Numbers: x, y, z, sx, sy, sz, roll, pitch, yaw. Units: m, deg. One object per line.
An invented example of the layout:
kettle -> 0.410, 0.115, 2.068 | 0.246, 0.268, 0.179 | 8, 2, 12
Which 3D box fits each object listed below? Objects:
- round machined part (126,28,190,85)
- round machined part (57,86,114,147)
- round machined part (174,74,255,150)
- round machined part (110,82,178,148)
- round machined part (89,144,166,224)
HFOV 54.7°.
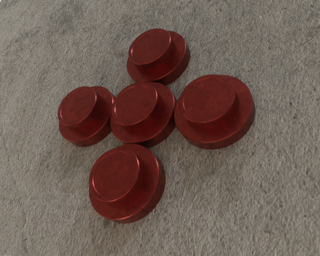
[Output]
round machined part -> -0.008, -0.110, 0.465 | 0.098, 0.042, 0.098 | -13, 56, 20
round machined part -> -0.113, -0.024, 0.466 | 0.098, 0.042, 0.098 | -13, 56, 20
round machined part -> 0.062, -0.026, 0.377 | 0.098, 0.042, 0.098 | -13, 56, 20
round machined part -> -0.026, -0.024, 0.421 | 0.098, 0.042, 0.098 | -13, 56, 20
round machined part -> -0.046, 0.063, 0.378 | 0.098, 0.042, 0.098 | -13, 56, 20
